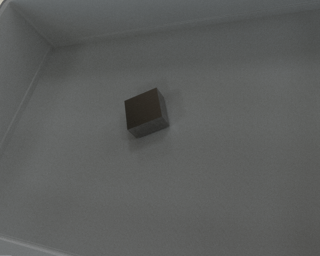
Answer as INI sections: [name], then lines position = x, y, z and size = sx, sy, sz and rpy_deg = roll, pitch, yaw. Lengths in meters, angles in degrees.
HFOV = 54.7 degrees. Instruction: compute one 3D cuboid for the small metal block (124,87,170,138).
[small metal block]
position = -0.018, -0.020, 0.422
size = 0.050, 0.025, 0.050
rpy_deg = -21, 54, 15
